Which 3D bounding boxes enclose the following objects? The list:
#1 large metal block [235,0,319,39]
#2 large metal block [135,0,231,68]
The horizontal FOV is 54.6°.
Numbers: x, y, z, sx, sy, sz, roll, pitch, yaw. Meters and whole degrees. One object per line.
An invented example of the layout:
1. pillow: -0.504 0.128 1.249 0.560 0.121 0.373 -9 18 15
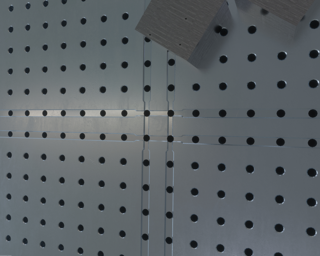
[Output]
1. large metal block: 0.141 -0.161 0.349 0.080 0.050 0.080 37 102 16
2. large metal block: 0.030 -0.134 0.389 0.080 0.050 0.080 35 101 16
